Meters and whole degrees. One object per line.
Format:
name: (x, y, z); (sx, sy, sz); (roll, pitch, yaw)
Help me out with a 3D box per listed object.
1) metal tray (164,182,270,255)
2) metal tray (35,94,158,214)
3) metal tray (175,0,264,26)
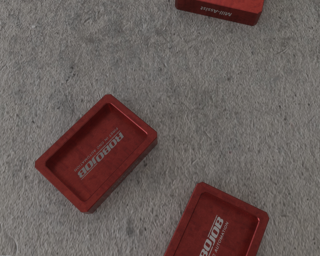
metal tray: (0.058, 0.139, 0.354); (0.090, 0.030, 0.130); (25, 72, 8)
metal tray: (-0.077, 0.031, 0.393); (0.090, 0.030, 0.130); (40, 74, 13)
metal tray: (0.097, -0.218, 0.486); (0.131, 0.030, 0.090); (15, 71, 5)
